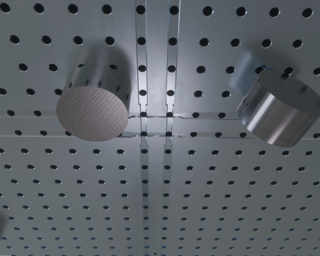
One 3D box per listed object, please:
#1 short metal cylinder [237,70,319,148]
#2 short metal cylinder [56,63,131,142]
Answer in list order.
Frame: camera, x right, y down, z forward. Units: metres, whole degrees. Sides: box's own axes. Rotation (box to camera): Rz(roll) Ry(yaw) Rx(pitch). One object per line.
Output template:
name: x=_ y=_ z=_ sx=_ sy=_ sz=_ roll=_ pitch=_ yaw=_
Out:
short metal cylinder: x=0.138 y=-0.024 z=0.357 sx=0.081 sy=0.080 sz=0.050 roll=14 pitch=129 yaw=-12
short metal cylinder: x=-0.076 y=-0.030 z=0.369 sx=0.081 sy=0.050 sz=0.079 roll=0 pitch=130 yaw=0
